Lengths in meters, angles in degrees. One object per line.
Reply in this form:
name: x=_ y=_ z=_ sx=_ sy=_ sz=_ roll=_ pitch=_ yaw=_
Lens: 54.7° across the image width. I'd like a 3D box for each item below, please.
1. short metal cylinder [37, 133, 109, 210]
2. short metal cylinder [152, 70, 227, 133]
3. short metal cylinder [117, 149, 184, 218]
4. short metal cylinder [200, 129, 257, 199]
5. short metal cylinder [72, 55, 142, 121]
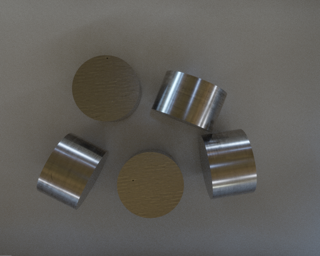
short metal cylinder: x=-0.105 y=0.052 z=0.380 sx=0.050 sy=0.080 sz=0.080 roll=27 pitch=90 yaw=-1
short metal cylinder: x=0.036 y=-0.032 z=0.384 sx=0.080 sy=0.080 sz=0.050 roll=22 pitch=90 yaw=-1
short metal cylinder: x=-0.011 y=0.069 z=0.397 sx=0.081 sy=0.050 sz=0.079 roll=0 pitch=90 yaw=-1
short metal cylinder: x=0.081 y=0.044 z=0.383 sx=0.050 sy=0.080 sz=0.080 roll=-9 pitch=90 yaw=0
short metal cylinder: x=-0.065 y=-0.048 z=0.396 sx=0.081 sy=0.050 sz=0.079 roll=0 pitch=90 yaw=-1
